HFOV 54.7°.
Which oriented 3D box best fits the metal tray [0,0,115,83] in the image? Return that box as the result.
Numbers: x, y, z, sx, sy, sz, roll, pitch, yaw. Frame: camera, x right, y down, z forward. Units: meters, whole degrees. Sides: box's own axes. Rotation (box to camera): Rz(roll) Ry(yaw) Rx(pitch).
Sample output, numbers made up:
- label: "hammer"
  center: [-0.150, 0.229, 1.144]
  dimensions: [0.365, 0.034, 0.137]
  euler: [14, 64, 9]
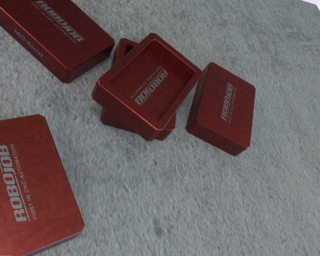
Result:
- label: "metal tray"
  center: [-0.137, -0.129, 0.407]
  dimensions: [0.130, 0.030, 0.090]
  euler: [43, 51, 1]

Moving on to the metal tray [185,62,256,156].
- label: "metal tray"
  center: [0.097, -0.032, 0.474]
  dimensions: [0.090, 0.030, 0.130]
  euler: [27, 52, -12]

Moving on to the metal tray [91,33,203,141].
- label: "metal tray"
  center: [-0.011, -0.056, 0.391]
  dimensions: [0.090, 0.030, 0.130]
  euler: [38, 51, -3]

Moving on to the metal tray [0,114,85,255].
- label: "metal tray"
  center: [-0.138, 0.055, 0.293]
  dimensions: [0.091, 0.030, 0.130]
  euler: [-14, 69, -34]

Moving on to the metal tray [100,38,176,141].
- label: "metal tray"
  center: [-0.024, -0.055, 0.422]
  dimensions: [0.091, 0.030, 0.130]
  euler: [17, 55, -19]
